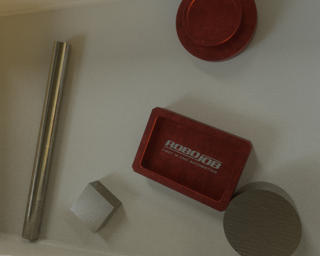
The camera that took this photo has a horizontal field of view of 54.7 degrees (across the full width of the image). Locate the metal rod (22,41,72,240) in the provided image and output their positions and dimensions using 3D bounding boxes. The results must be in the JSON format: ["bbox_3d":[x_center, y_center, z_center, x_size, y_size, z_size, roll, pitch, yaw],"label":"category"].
[{"bbox_3d":[-0.172,0.021,0.469,0.025,0.025,0.298,12,94,19],"label":"metal rod"}]

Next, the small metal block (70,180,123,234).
[{"bbox_3d":[-0.091,0.112,0.441,0.050,0.025,0.050,40,102,15],"label":"small metal block"}]

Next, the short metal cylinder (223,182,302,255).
[{"bbox_3d":[0.117,0.106,0.356,0.080,0.050,0.079,0,90,19],"label":"short metal cylinder"}]

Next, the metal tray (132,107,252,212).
[{"bbox_3d":[0.039,0.036,0.393,0.130,0.030,0.089,22,97,18],"label":"metal tray"}]

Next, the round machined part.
[{"bbox_3d":[0.066,-0.130,0.373,0.098,0.042,0.097,2,96,20],"label":"round machined part"}]
